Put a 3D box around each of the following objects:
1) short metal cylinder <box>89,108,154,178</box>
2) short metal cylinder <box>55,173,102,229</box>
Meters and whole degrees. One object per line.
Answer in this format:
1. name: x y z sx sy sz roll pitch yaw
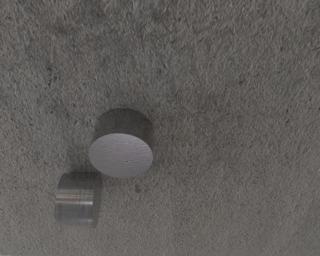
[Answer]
1. short metal cylinder: -0.049 0.020 0.408 0.081 0.050 0.079 0 130 0
2. short metal cylinder: -0.119 0.107 0.461 0.050 0.080 0.079 2 130 -2
